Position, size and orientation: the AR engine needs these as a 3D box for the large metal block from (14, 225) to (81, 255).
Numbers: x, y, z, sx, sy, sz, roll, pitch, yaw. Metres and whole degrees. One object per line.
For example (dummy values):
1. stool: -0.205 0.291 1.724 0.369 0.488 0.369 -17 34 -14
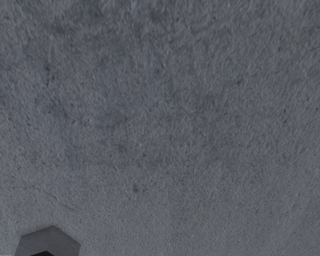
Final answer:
1. large metal block: -0.213 0.237 0.590 0.080 0.050 0.080 -22 127 17
